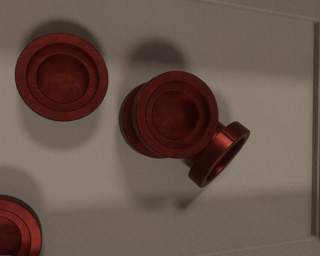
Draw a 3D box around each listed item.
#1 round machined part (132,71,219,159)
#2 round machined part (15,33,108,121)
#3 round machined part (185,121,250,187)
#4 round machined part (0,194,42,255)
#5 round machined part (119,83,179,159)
[{"bbox_3d":[0.015,-0.015,0.362,0.099,0.042,0.097,0,89,-18],"label":"round machined part"},{"bbox_3d":[-0.113,-0.056,0.360,0.099,0.042,0.097,0,90,-21],"label":"round machined part"},{"bbox_3d":[0.071,0.029,0.409,0.098,0.098,0.042,-43,68,-15],"label":"round machined part"},{"bbox_3d":[-0.180,0.120,0.335,0.099,0.042,0.097,0,90,-21],"label":"round machined part"},{"bbox_3d":[-0.005,-0.011,0.401,0.099,0.042,0.097,0,90,-20],"label":"round machined part"}]
